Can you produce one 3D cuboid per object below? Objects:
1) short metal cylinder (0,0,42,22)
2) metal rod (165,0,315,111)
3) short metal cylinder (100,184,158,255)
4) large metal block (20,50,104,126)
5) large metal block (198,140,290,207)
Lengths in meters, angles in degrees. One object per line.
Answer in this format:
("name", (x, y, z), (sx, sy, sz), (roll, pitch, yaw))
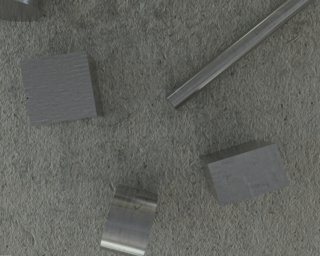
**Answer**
("short metal cylinder", (-0.188, -0.169, 0.381), (0.081, 0.080, 0.050), (0, 90, 0))
("metal rod", (0.132, -0.126, 0.411), (0.300, 0.025, 0.025), (-39, 90, 0))
("short metal cylinder", (-0.037, 0.115, 0.382), (0.050, 0.080, 0.080), (15, 90, 0))
("large metal block", (-0.122, -0.048, 0.396), (0.080, 0.050, 0.080), (-9, 90, 0))
("large metal block", (0.098, 0.052, 0.383), (0.080, 0.080, 0.050), (-17, 90, 0))
